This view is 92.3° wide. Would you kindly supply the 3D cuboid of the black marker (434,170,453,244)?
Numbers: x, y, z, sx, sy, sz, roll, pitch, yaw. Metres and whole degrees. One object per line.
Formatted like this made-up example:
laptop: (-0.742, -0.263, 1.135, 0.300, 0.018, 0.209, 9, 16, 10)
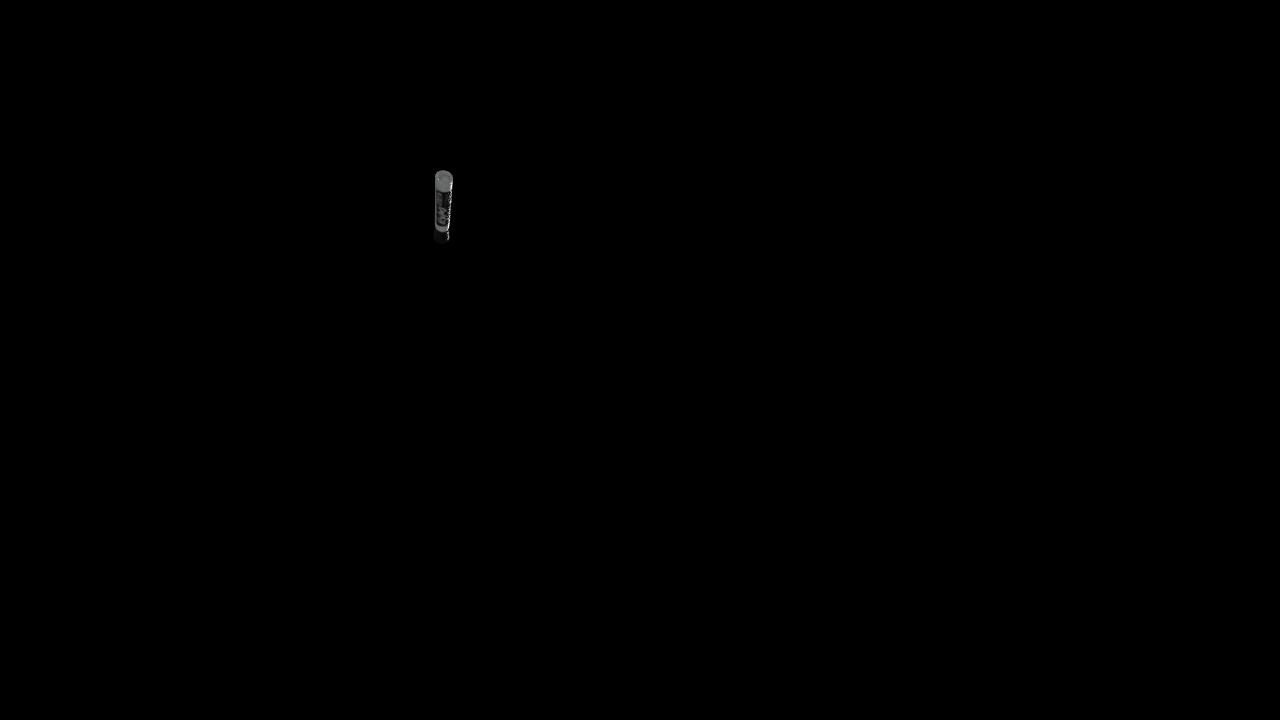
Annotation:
black marker: (-0.230, -0.174, 0.716, 0.020, 0.020, 0.121, 0, -23, -19)
